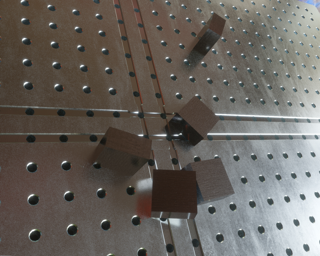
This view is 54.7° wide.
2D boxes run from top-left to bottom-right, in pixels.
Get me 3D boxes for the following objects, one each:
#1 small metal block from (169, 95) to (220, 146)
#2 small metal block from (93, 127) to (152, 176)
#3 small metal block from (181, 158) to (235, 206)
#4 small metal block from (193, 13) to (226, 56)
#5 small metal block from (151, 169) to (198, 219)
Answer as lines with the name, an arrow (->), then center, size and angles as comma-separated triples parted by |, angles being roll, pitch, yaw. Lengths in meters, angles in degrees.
small metal block -> 0.050, -0.011, 0.444 | 0.050, 0.025, 0.050 | 44, 51, 2
small metal block -> -0.043, 0.028, 0.353 | 0.050, 0.050, 0.025 | 19, 55, -18
small metal block -> 0.061, 0.069, 0.401 | 0.050, 0.025, 0.050 | -5, 64, -31
small metal block -> 0.087, -0.163, 0.541 | 0.025, 0.050, 0.050 | 29, 52, -10
small metal block -> 0.016, 0.077, 0.361 | 0.050, 0.025, 0.050 | 3, 58, -2
